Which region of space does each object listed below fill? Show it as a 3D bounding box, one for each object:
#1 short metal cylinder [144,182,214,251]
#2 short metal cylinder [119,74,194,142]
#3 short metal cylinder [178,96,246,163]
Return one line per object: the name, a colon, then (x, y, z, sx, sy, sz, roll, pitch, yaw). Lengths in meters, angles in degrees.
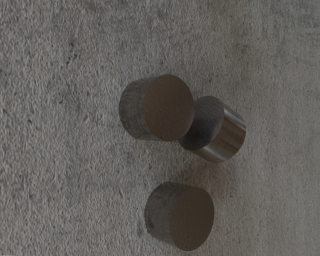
short metal cylinder: (0.026, 0.115, 0.411, 0.081, 0.050, 0.080, 0, 90, -40)
short metal cylinder: (-0.003, -0.024, 0.385, 0.081, 0.050, 0.080, 0, 90, -40)
short metal cylinder: (0.070, 0.003, 0.427, 0.050, 0.080, 0.080, 30, 72, -36)
